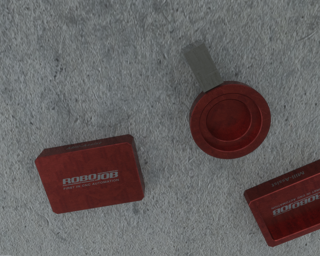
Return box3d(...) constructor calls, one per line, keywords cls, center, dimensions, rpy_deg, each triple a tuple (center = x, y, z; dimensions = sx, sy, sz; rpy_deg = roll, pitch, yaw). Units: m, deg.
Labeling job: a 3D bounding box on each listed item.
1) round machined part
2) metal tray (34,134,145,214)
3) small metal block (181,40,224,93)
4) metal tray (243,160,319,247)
box3d(cls="round machined part", center=(0.086, -0.013, 0.397), dimensions=(0.099, 0.042, 0.097), rpy_deg=(0, 110, 0))
box3d(cls="metal tray", center=(-0.093, 0.065, 0.430), dimensions=(0.131, 0.030, 0.089), rpy_deg=(-10, 110, 3))
box3d(cls="small metal block", center=(0.049, -0.075, 0.369), dimensions=(0.025, 0.050, 0.050), rpy_deg=(-28, 108, 10))
box3d(cls="metal tray", center=(0.200, 0.109, 0.448), dimensions=(0.130, 0.030, 0.090), rpy_deg=(-25, 108, 9))
